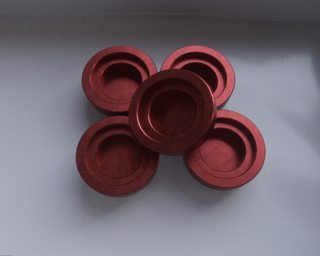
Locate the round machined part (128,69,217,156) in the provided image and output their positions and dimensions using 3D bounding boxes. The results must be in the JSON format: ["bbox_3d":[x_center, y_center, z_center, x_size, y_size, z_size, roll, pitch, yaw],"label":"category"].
[{"bbox_3d":[0.017,-0.015,0.359,0.098,0.042,0.098,-5,74,17],"label":"round machined part"}]

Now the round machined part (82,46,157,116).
[{"bbox_3d":[-0.052,-0.058,0.419,0.099,0.042,0.098,0,70,-1],"label":"round machined part"}]

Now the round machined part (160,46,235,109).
[{"bbox_3d":[0.048,-0.059,0.421,0.099,0.042,0.098,0,70,-1],"label":"round machined part"}]

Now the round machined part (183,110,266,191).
[{"bbox_3d":[0.077,0.030,0.389,0.099,0.042,0.098,0,70,-1],"label":"round machined part"}]

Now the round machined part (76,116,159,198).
[{"bbox_3d":[-0.050,0.037,0.385,0.099,0.042,0.098,0,70,-1],"label":"round machined part"}]
